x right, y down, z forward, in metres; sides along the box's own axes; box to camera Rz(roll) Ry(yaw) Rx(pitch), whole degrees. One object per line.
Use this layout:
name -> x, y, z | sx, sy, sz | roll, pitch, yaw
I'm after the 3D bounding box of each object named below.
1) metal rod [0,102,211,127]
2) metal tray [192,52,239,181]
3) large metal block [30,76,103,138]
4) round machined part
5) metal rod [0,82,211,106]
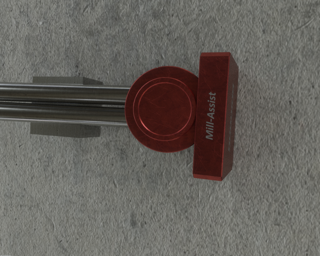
metal rod -> -0.082, -0.015, 0.390 | 0.302, 0.025, 0.025 | 3, 91, 7
metal tray -> 0.066, -0.012, 0.351 | 0.030, 0.090, 0.129 | 4, 91, 20
large metal block -> -0.131, -0.029, 0.438 | 0.080, 0.050, 0.079 | 4, 91, 19
round machined part -> 0.008, -0.021, 0.346 | 0.098, 0.042, 0.097 | 0, 92, 9
metal rod -> -0.081, -0.042, 0.389 | 0.302, 0.025, 0.025 | 3, 91, 7
